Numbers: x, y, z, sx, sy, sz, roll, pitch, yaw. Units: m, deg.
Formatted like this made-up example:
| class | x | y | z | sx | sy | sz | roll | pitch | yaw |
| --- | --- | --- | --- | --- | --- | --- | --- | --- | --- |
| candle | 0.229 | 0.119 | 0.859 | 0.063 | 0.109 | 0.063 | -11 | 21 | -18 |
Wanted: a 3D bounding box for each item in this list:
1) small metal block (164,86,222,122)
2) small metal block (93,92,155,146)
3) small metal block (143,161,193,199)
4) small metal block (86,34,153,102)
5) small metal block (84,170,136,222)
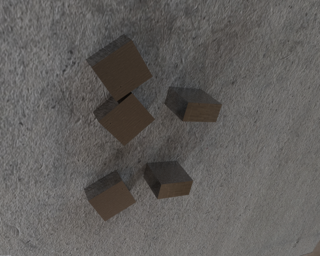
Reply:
| class | x | y | z | sx | sy | sz | roll | pitch | yaw |
| --- | --- | --- | --- | --- | --- | --- | --- | --- | --- |
| small metal block | 0.041 | -0.030 | 0.394 | 0.050 | 0.050 | 0.025 | 1 | 118 | -29 |
| small metal block | -0.043 | -0.015 | 0.374 | 0.050 | 0.025 | 0.050 | -41 | 130 | 0 |
| small metal block | 0.011 | 0.072 | 0.441 | 0.050 | 0.050 | 0.025 | -1 | 119 | -28 |
| small metal block | -0.044 | -0.066 | 0.342 | 0.050 | 0.025 | 0.050 | -36 | 129 | -5 |
| small metal block | -0.068 | 0.093 | 0.427 | 0.050 | 0.025 | 0.050 | -31 | 129 | -9 |
